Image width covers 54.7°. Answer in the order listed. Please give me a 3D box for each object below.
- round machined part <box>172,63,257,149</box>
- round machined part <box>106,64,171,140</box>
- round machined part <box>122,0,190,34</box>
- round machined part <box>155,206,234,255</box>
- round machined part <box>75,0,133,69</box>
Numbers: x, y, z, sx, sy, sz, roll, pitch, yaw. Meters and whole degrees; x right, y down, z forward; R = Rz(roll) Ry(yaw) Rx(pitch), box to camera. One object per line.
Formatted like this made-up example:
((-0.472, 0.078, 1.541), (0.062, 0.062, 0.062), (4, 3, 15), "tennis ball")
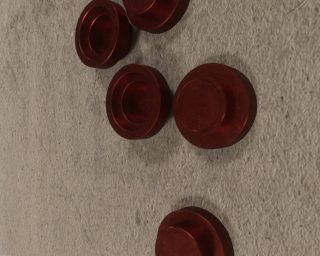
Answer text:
((0.053, -0.024, 0.349), (0.098, 0.042, 0.097), (0, 90, 39), "round machined part")
((-0.024, -0.034, 0.411), (0.098, 0.042, 0.097), (0, 90, 39), "round machined part")
((-0.011, -0.176, 0.401), (0.098, 0.042, 0.097), (0, 90, 39), "round machined part")
((0.033, 0.146, 0.365), (0.098, 0.042, 0.097), (0, 90, 39), "round machined part")
((-0.079, -0.135, 0.456), (0.098, 0.042, 0.097), (0, 90, 40), "round machined part")
